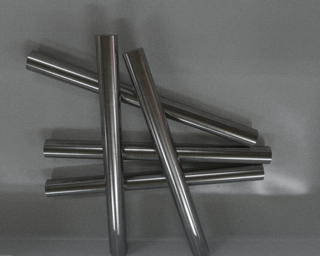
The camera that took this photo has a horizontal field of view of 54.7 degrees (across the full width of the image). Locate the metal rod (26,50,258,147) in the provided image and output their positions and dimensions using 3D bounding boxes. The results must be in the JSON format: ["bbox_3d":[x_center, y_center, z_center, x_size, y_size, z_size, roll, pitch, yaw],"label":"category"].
[{"bbox_3d":[-0.016,-0.034,0.396,0.302,0.025,0.025,19,109,-8],"label":"metal rod"}]

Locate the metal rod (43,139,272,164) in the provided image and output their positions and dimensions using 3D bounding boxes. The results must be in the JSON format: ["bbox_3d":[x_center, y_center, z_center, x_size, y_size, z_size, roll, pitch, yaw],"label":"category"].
[{"bbox_3d":[-0.002,0.032,0.421,0.302,0.025,0.025,2,110,-1],"label":"metal rod"}]

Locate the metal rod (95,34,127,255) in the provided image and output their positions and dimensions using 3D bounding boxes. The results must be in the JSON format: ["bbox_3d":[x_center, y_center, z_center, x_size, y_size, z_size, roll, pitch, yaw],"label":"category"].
[{"bbox_3d":[-0.060,0.037,0.395,0.025,0.025,0.298,0,110,-1],"label":"metal rod"}]

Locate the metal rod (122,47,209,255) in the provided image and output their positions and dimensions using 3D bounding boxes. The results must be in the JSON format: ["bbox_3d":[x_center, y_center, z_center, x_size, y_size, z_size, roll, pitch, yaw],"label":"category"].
[{"bbox_3d":[0.014,0.046,0.400,0.025,0.025,0.298,-17,110,6],"label":"metal rod"}]

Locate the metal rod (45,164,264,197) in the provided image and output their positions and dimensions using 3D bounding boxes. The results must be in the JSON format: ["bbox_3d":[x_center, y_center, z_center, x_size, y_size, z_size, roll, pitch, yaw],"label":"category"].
[{"bbox_3d":[-0.008,0.073,0.437,0.302,0.025,0.025,-5,110,1],"label":"metal rod"}]
